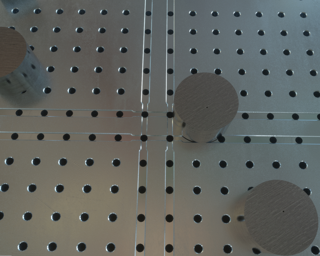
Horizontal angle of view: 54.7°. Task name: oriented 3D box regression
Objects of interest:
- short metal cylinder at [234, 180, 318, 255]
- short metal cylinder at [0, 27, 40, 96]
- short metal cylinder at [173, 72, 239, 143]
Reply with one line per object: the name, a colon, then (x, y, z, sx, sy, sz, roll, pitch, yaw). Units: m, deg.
short metal cylinder: (0.132, 0.104, 0.361, 0.081, 0.050, 0.080, 0, 70, 0)
short metal cylinder: (-0.216, -0.092, 0.430, 0.081, 0.050, 0.080, 0, 70, 0)
short metal cylinder: (0.058, -0.026, 0.408, 0.081, 0.050, 0.080, 0, 70, 0)
